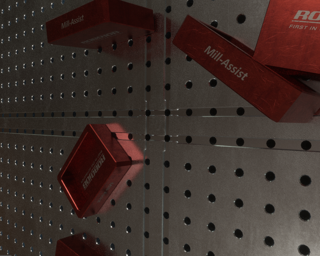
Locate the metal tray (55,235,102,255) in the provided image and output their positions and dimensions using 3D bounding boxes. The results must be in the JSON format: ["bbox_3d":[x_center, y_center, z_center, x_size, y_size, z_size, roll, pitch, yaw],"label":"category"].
[{"bbox_3d":[-0.143,0.261,0.521,0.090,0.030,0.129,16,100,38],"label":"metal tray"}]

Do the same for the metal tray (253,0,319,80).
[{"bbox_3d":[0.158,-0.086,0.268,0.130,0.030,0.089,20,98,35],"label":"metal tray"}]

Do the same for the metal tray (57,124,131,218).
[{"bbox_3d":[-0.109,0.068,0.493,0.090,0.030,0.129,50,119,28],"label":"metal tray"}]

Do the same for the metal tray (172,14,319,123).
[{"bbox_3d":[0.084,-0.056,0.296,0.130,0.091,0.030,46,117,30],"label":"metal tray"}]

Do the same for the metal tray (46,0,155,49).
[{"bbox_3d":[-0.084,-0.141,0.432,0.130,0.091,0.030,-2,95,39],"label":"metal tray"}]
